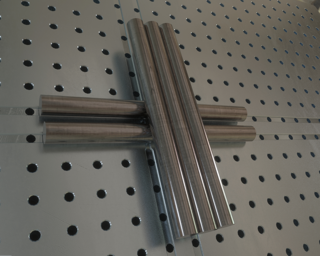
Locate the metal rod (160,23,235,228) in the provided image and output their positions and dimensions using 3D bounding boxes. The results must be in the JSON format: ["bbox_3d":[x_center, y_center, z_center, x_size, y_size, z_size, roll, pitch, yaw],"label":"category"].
[{"bbox_3d":[0.040,-0.020,0.412,0.025,0.025,0.299,1,61,-28],"label":"metal rod"}]

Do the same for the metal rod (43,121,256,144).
[{"bbox_3d":[0.007,0.007,0.409,0.303,0.025,0.025,1,62,-28],"label":"metal rod"}]

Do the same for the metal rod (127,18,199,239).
[{"bbox_3d":[-0.004,-0.019,0.387,0.025,0.025,0.299,1,61,-28],"label":"metal rod"}]

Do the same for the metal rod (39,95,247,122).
[{"bbox_3d":[-0.003,-0.024,0.423,0.303,0.025,0.025,1,62,-28],"label":"metal rod"}]

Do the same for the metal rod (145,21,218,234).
[{"bbox_3d":[0.018,-0.019,0.399,0.025,0.025,0.299,1,61,-28],"label":"metal rod"}]
